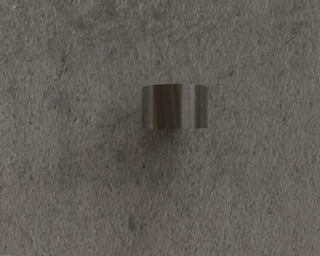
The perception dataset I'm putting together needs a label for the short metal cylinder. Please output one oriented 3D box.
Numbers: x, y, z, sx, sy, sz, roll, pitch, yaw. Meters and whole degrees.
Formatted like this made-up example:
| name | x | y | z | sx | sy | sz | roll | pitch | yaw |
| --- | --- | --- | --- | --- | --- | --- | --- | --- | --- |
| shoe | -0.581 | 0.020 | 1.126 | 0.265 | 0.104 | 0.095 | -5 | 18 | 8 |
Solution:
| name | x | y | z | sx | sy | sz | roll | pitch | yaw |
| --- | --- | --- | --- | --- | --- | --- | --- | --- | --- |
| short metal cylinder | 0.018 | -0.024 | 0.383 | 0.081 | 0.080 | 0.050 | 0 | 90 | -1 |
